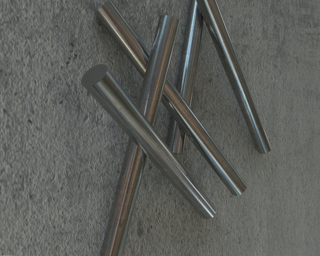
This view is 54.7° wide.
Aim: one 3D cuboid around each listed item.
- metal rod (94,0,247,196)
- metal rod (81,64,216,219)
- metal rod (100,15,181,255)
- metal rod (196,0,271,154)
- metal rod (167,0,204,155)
[{"bbox_3d":[0.024,-0.025,0.396,0.300,0.025,0.025,52,59,-18],"label":"metal rod"},{"bbox_3d":[0.009,0.041,0.360,0.025,0.025,0.300,-61,140,-22],"label":"metal rod"},{"bbox_3d":[-0.025,0.021,0.354,0.025,0.025,0.298,14,90,-39],"label":"metal rod"},{"bbox_3d":[0.124,-0.072,0.489,0.025,0.025,0.299,-49,125,-28],"label":"metal rod"},{"bbox_3d":[0.044,-0.112,0.441,0.025,0.025,0.299,16,80,-39],"label":"metal rod"}]
